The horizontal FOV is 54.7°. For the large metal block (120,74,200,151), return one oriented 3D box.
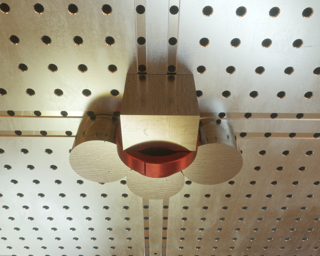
[{"bbox_3d":[0.000,-0.020,0.358,0.081,0.080,0.050,1,130,-1],"label":"large metal block"}]

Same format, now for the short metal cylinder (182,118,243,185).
[{"bbox_3d":[0.068,0.033,0.424,0.081,0.050,0.079,0,130,0],"label":"short metal cylinder"}]

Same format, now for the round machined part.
[{"bbox_3d":[-0.003,0.023,0.381,0.099,0.098,0.042,1,130,-2],"label":"round machined part"}]

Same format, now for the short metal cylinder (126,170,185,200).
[{"bbox_3d":[-0.006,0.058,0.445,0.081,0.050,0.079,0,130,0],"label":"short metal cylinder"}]

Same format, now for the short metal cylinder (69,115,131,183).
[{"bbox_3d":[-0.077,0.029,0.420,0.081,0.050,0.079,0,130,0],"label":"short metal cylinder"}]
